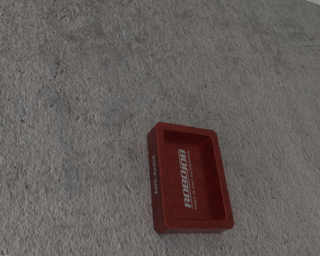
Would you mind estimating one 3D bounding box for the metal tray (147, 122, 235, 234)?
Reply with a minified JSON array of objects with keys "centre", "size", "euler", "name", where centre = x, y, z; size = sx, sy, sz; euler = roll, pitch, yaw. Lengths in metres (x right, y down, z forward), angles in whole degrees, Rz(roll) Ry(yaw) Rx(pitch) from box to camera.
[{"centre":[0.035,0.060,0.381],"size":[0.091,0.030,0.130],"euler":[9,58,-24],"name":"metal tray"}]
